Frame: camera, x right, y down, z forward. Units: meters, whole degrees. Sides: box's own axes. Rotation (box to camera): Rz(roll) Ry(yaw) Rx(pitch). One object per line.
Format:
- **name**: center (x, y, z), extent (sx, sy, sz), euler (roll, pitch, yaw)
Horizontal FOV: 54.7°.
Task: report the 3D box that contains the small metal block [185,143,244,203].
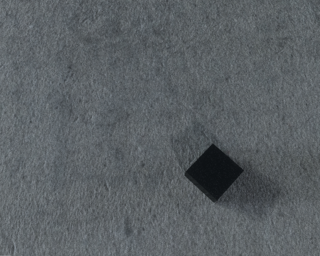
- **small metal block**: center (0.067, 0.057, 0.388), extent (0.050, 0.025, 0.050), euler (42, 75, 13)
